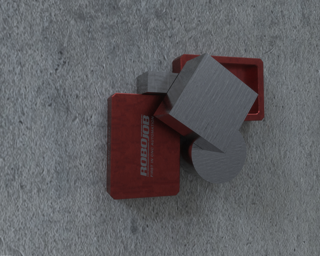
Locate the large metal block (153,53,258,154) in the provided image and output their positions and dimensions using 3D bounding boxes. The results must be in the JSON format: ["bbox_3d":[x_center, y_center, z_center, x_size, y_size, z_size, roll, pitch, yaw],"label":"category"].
[{"bbox_3d":[0.053,-0.027,0.362,0.080,0.050,0.080,34,79,-17],"label":"large metal block"}]

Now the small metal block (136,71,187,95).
[{"bbox_3d":[0.001,-0.055,0.397,0.050,0.050,0.025,1,90,-20],"label":"small metal block"}]

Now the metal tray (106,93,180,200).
[{"bbox_3d":[-0.021,0.022,0.401,0.091,0.030,0.129,1,90,-20],"label":"metal tray"}]

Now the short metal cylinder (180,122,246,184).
[{"bbox_3d":[0.069,0.032,0.422,0.081,0.050,0.080,0,90,-20],"label":"short metal cylinder"}]

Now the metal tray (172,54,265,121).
[{"bbox_3d":[0.084,-0.054,0.439,0.131,0.030,0.089,-2,91,-20],"label":"metal tray"}]
